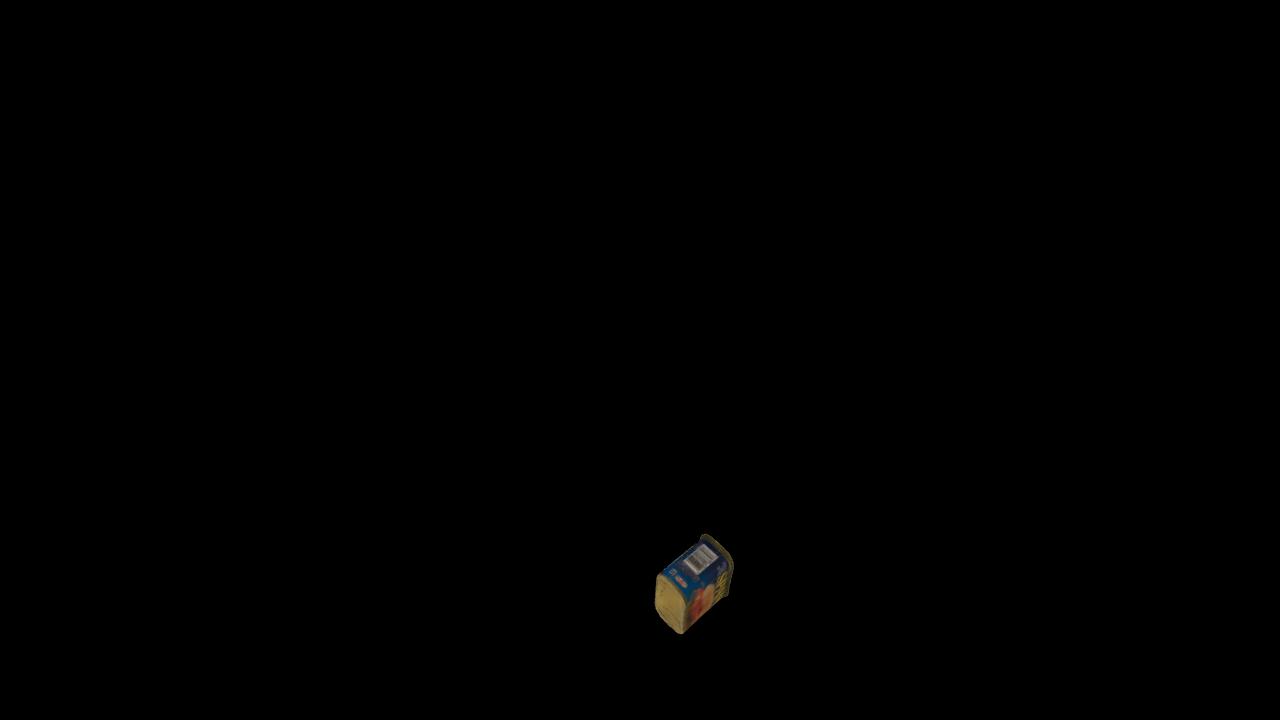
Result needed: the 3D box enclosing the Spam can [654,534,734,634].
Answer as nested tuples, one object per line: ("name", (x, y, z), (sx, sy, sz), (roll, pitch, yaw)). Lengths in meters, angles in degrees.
("Spam can", (0.067, 0.285, 0.781), (0.085, 0.101, 0.058), (-29, 48, -31))
